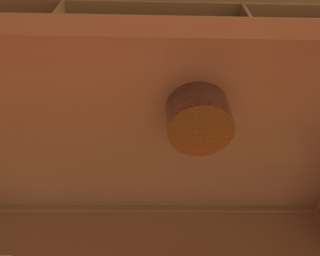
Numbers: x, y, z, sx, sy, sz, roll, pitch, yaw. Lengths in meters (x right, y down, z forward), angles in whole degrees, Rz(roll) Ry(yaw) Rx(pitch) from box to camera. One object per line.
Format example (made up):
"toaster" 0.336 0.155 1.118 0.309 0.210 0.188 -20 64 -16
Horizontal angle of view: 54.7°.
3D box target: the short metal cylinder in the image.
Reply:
"short metal cylinder" 0.048 -0.011 0.384 0.081 0.050 0.079 0 130 0
